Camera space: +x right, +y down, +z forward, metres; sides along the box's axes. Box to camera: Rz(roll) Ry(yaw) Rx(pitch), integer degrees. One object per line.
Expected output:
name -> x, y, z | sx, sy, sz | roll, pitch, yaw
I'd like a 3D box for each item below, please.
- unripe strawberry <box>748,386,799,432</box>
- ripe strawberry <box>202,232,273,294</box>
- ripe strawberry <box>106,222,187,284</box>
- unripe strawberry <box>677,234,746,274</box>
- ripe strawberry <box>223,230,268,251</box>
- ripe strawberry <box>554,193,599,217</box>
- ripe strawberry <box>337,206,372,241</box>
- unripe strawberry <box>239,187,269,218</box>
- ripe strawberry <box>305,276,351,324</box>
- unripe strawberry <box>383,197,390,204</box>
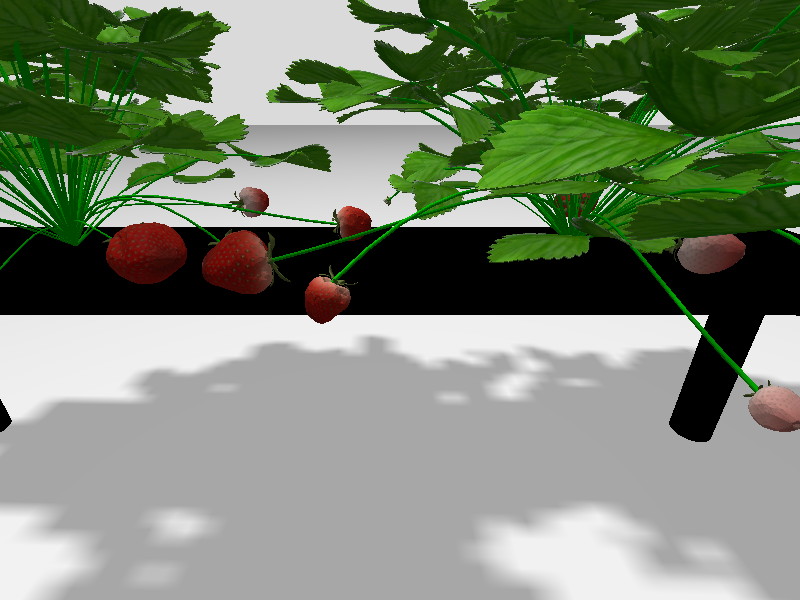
unripe strawberry -> 0.144, 0.042, 0.152 | 0.016, 0.017, 0.017 | 1, 26, 2
ripe strawberry -> -0.106, -0.023, 0.259 | 0.041, 0.041, 0.045 | -10, 27, -20
ripe strawberry -> -0.170, -0.030, 0.273 | 0.043, 0.043, 0.047 | 18, 30, 32
unripe strawberry -> 0.234, -0.038, 0.300 | 0.040, 0.039, 0.037 | 19, 31, 34
ripe strawberry -> -0.112, -0.033, 0.290 | 0.033, 0.033, 0.036 | 15, 29, 17
ripe strawberry -> 0.198, -0.113, 0.451 | 0.045, 0.039, 0.046 | 10, 26, 20
ripe strawberry -> -0.042, -0.071, 0.370 | 0.031, 0.033, 0.029 | -1, 25, -3
unripe strawberry -> -0.165, -0.111, 0.455 | 0.033, 0.034, 0.030 | -19, 31, -36
ripe strawberry -> -0.043, 0.001, 0.230 | 0.025, 0.026, 0.028 | 32, -1, -43
unripe strawberry -> -0.017, -0.132, 0.532 | 0.011, 0.010, 0.010 | -21, 32, -38
